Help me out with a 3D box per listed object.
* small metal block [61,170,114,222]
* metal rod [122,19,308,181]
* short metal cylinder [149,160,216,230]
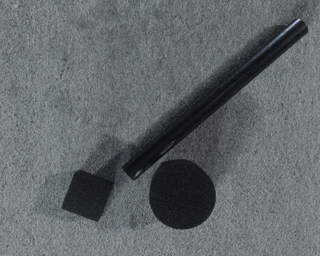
[{"bbox_3d":[-0.095,0.089,0.409,0.050,0.025,0.050,21,90,0],"label":"small metal block"},{"bbox_3d":[0.073,-0.037,0.410,0.300,0.025,0.025,-40,90,0],"label":"metal rod"},{"bbox_3d":[0.027,0.082,0.398,0.081,0.050,0.079,0,90,0],"label":"short metal cylinder"}]
